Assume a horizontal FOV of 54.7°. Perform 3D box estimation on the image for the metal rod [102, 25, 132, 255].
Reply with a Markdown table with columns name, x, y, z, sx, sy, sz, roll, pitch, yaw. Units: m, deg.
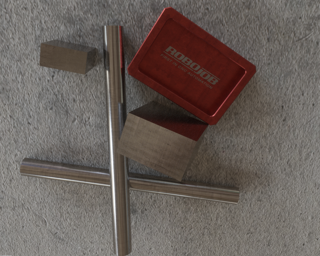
| name | x | y | z | sx | sy | sz | roll | pitch | yaw |
| --- | --- | --- | --- | --- | --- | --- | --- | --- | --- |
| metal rod | -0.054 | 0.025 | 0.398 | 0.025 | 0.025 | 0.298 | -1 | 103 | 0 |

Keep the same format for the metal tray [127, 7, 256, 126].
| name | x | y | z | sx | sy | sz | roll | pitch | yaw |
| --- | --- | --- | --- | --- | --- | --- | --- | --- | --- |
| metal tray | 0.038 | -0.073 | 0.380 | 0.130 | 0.030 | 0.090 | 31 | 107 | -11 |

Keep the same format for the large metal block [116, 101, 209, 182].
| name | x | y | z | sx | sy | sz | roll | pitch | yaw |
| --- | --- | --- | --- | --- | --- | --- | --- | --- | --- |
| large metal block | 0.006 | 0.011 | 0.373 | 0.080 | 0.080 | 0.050 | 23 | 110 | 11 |

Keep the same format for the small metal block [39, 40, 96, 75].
| name | x | y | z | sx | sy | sz | roll | pitch | yaw |
| --- | --- | --- | --- | --- | --- | --- | --- | --- | --- |
| small metal block | -0.107 | -0.084 | 0.364 | 0.050 | 0.050 | 0.025 | 10 | 110 | -4 |

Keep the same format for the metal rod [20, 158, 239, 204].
| name | x | y | z | sx | sy | sz | roll | pitch | yaw |
| --- | --- | --- | --- | --- | --- | --- | --- | --- | --- |
| metal rod | -0.039 | 0.075 | 0.437 | 0.302 | 0.025 | 0.025 | 9 | 110 | -4 |
